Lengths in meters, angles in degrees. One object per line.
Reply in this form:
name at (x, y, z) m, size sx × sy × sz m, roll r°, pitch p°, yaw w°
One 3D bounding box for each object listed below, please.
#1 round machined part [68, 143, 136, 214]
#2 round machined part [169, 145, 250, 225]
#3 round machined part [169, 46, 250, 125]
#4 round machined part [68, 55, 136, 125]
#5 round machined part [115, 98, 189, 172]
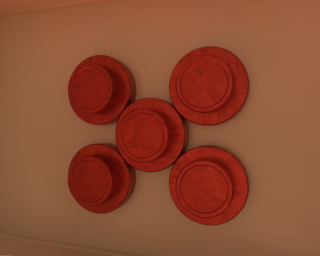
round machined part at (-0.087, 0.071, 0.429) m, size 0.098 × 0.042 × 0.097 m, roll 0°, pitch 90°, yaw 19°
round machined part at (0.058, 0.071, 0.379) m, size 0.098 × 0.042 × 0.097 m, roll 0°, pitch 90°, yaw 19°
round machined part at (0.058, -0.052, 0.379) m, size 0.098 × 0.042 × 0.097 m, roll 0°, pitch 90°, yaw 19°
round machined part at (-0.087, -0.053, 0.429) m, size 0.098 × 0.042 × 0.097 m, roll 0°, pitch 90°, yaw 19°
round machined part at (-0.015, 0.009, 0.404) m, size 0.098 × 0.042 × 0.097 m, roll 0°, pitch 90°, yaw 19°
